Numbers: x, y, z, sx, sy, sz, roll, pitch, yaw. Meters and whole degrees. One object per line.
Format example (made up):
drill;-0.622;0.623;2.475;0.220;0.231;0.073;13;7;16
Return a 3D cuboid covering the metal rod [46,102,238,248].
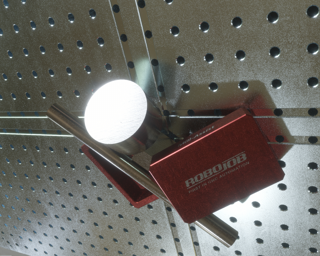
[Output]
metal rod;-0.027;0.061;0.419;0.301;0.025;0.025;35;129;4

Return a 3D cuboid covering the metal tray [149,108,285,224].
metal tray;0.065;0.046;0.365;0.130;0.030;0.090;-30;103;12

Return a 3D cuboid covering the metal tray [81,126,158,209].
metal tray;-0.044;0.052;0.458;0.130;0.030;0.090;49;129;-7

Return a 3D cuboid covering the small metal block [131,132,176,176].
small metal block;-0.001;0.035;0.411;0.050;0.050;0.025;35;129;5

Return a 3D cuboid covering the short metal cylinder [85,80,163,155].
short metal cylinder;-0.043;-0.012;0.378;0.080;0.080;0.050;8;164;24
